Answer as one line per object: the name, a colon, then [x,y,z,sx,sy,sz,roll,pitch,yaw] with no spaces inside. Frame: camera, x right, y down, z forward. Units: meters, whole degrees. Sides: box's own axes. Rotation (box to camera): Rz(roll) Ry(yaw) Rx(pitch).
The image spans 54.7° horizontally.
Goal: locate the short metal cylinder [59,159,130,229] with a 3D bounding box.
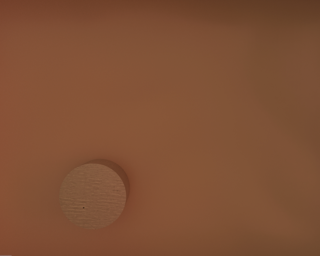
short metal cylinder: [-0.081,0.082,0.398,0.081,0.050,0.079,0,90,-1]
